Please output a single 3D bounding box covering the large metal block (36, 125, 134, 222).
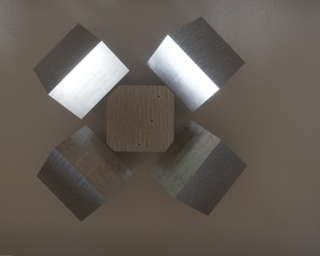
[{"bbox_3d":[-0.093,0.057,0.376,0.080,0.050,0.080,46,134,-1],"label":"large metal block"}]

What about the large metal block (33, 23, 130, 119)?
[{"bbox_3d":[-0.097,-0.070,0.373,0.080,0.080,0.050,-46,134,0],"label":"large metal block"}]

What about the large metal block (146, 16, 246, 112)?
[{"bbox_3d":[0.045,-0.079,0.377,0.080,0.050,0.080,47,47,0],"label":"large metal block"}]

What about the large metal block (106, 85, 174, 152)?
[{"bbox_3d":[-0.023,-0.011,0.396,0.081,0.050,0.080,1,90,0],"label":"large metal block"}]

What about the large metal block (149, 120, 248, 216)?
[{"bbox_3d":[0.049,0.050,0.376,0.080,0.050,0.080,-52,135,-1],"label":"large metal block"}]
